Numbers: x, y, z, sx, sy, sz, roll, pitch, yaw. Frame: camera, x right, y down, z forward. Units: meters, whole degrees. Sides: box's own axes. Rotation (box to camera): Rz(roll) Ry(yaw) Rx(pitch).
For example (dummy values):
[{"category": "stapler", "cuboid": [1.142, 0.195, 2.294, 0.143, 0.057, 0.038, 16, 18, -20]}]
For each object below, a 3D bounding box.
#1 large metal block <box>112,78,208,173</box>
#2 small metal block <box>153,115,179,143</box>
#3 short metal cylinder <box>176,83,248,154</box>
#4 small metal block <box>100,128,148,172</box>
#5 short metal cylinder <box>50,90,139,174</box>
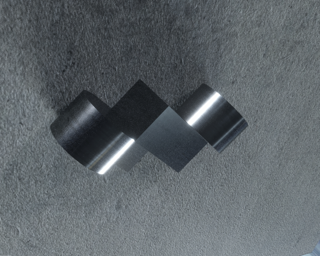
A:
[{"category": "large metal block", "cuboid": [-0.002, -0.004, 0.371, 0.050, 0.080, 0.080, -47, 130, 4]}, {"category": "small metal block", "cuboid": [0.026, 0.016, 0.433, 0.050, 0.025, 0.050, -46, 129, 4]}, {"category": "short metal cylinder", "cuboid": [0.066, -0.012, 0.402, 0.050, 0.080, 0.080, -46, 129, 4]}, {"category": "small metal block", "cuboid": [-0.045, 0.022, 0.398, 0.050, 0.025, 0.050, -46, 129, 4]}, {"category": "short metal cylinder", "cuboid": [-0.070, 0.004, 0.337, 0.050, 0.080, 0.080, -46, 129, 4]}]
